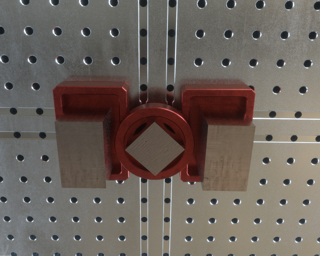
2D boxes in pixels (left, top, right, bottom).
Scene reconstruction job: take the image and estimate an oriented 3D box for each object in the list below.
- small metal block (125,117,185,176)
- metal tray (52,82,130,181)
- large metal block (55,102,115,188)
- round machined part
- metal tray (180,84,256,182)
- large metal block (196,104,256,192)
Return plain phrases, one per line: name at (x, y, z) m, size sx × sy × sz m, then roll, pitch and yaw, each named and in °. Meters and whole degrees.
small metal block at (-0.006, 0.021, 0.378) m, size 0.050 × 0.025 × 0.050 m, roll 43°, pitch 104°, yaw -14°
metal tray at (-0.086, 0.005, 0.411) m, size 0.091 × 0.030 × 0.129 m, roll 1°, pitch 110°, yaw -1°
large metal block at (-0.086, 0.017, 0.375) m, size 0.050 × 0.080 × 0.079 m, roll 1°, pitch 110°, yaw 0°
round machined part at (-0.007, 0.014, 0.400) m, size 0.099 × 0.042 × 0.097 m, roll 0°, pitch 110°, yaw 0°
metal tray at (0.072, 0.008, 0.413) m, size 0.091 × 0.030 × 0.129 m, roll 0°, pitch 110°, yaw 0°
large metal block at (0.075, 0.021, 0.378) m, size 0.050 × 0.080 × 0.079 m, roll 1°, pitch 110°, yaw -1°
